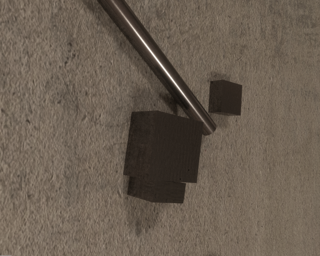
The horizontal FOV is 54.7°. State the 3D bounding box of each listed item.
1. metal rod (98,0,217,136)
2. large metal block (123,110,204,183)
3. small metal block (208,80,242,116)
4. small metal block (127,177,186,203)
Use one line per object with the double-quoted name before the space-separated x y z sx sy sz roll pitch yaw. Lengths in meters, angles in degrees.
"metal rod" -0.011 -0.096 0.396 0.300 0.025 0.025 49 61 -29
"large metal block" 0.006 0.025 0.395 0.081 0.050 0.080 12 82 -40
"small metal block" 0.105 -0.047 0.496 0.050 0.025 0.050 6 86 -40
"small metal block" -0.004 0.076 0.387 0.050 0.050 0.025 14 82 -40
